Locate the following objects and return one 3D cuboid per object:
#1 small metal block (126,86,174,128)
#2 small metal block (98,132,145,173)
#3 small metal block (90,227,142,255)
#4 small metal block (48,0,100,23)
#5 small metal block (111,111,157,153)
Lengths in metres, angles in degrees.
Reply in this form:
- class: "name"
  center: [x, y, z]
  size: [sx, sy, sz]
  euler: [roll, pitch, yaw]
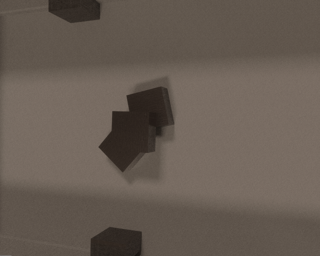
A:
- class: "small metal block"
  center: [-0.013, -0.024, 0.414]
  size: [0.050, 0.025, 0.050]
  euler: [-12, 86, 19]
- class: "small metal block"
  center: [-0.047, 0.025, 0.426]
  size: [0.050, 0.025, 0.050]
  euler: [44, 103, 14]
- class: "small metal block"
  center: [-0.058, 0.156, 0.416]
  size: [0.050, 0.050, 0.025]
  euler: [2, 91, 19]
- class: "small metal block"
  center: [-0.120, -0.171, 0.438]
  size: [0.050, 0.050, 0.025]
  euler: [0, 90, 19]
- class: "small metal block"
  center: [-0.033, 0.004, 0.395]
  size: [0.050, 0.025, 0.050]
  euler: [2, 91, 19]
